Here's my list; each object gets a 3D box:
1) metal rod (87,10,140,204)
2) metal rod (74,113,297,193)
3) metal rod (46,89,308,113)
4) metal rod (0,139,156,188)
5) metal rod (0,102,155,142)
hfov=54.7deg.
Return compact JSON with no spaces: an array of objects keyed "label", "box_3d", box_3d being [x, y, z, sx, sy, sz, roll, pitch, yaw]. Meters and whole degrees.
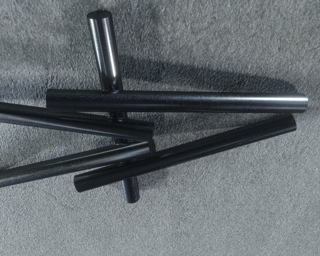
[{"label":"metal rod","box_3d":[-0.053,-0.001,0.407,0.025,0.025,0.298,-3,130,2]},{"label":"metal rod","box_3d":[0.030,0.035,0.418,0.301,0.025,0.025,-17,129,5]},{"label":"metal rod","box_3d":[0.027,-0.030,0.362,0.302,0.025,0.025,0,131,-9]},{"label":"metal rod","box_3d":[-0.150,0.056,0.436,0.301,0.025,0.025,-13,129,18]},{"label":"metal rod","box_3d":[-0.158,-0.015,0.375,0.302,0.025,0.025,8,130,0]}]
